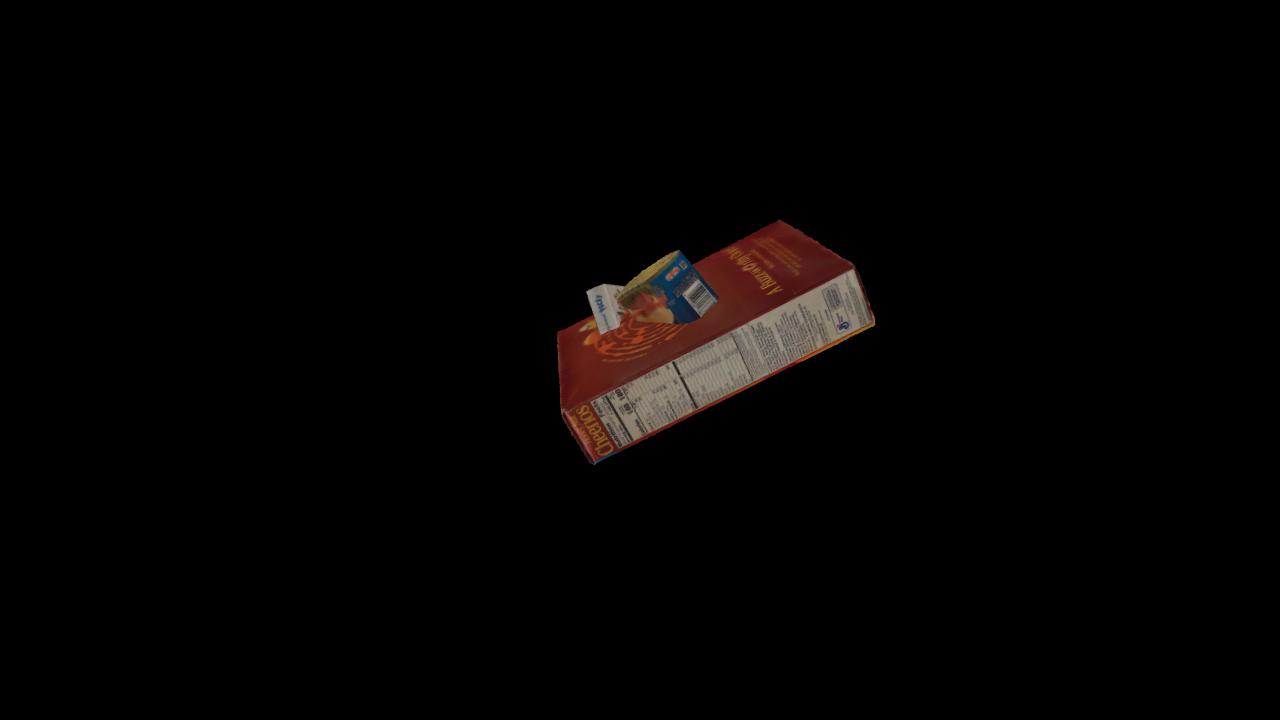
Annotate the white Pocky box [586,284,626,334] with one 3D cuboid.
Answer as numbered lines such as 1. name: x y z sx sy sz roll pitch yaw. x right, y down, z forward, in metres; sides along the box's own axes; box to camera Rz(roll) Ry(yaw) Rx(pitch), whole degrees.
1. white Pocky box: -0.009 -0.046 0.734 0.028 0.084 0.154 -20 -4 22

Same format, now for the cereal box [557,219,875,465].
1. cereal box: 0.059 -0.031 0.660 0.306 0.081 0.203 -28 25 4

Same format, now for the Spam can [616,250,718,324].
1. Spam can: 0.033 -0.057 0.632 0.058 0.085 0.101 -47 13 -24
